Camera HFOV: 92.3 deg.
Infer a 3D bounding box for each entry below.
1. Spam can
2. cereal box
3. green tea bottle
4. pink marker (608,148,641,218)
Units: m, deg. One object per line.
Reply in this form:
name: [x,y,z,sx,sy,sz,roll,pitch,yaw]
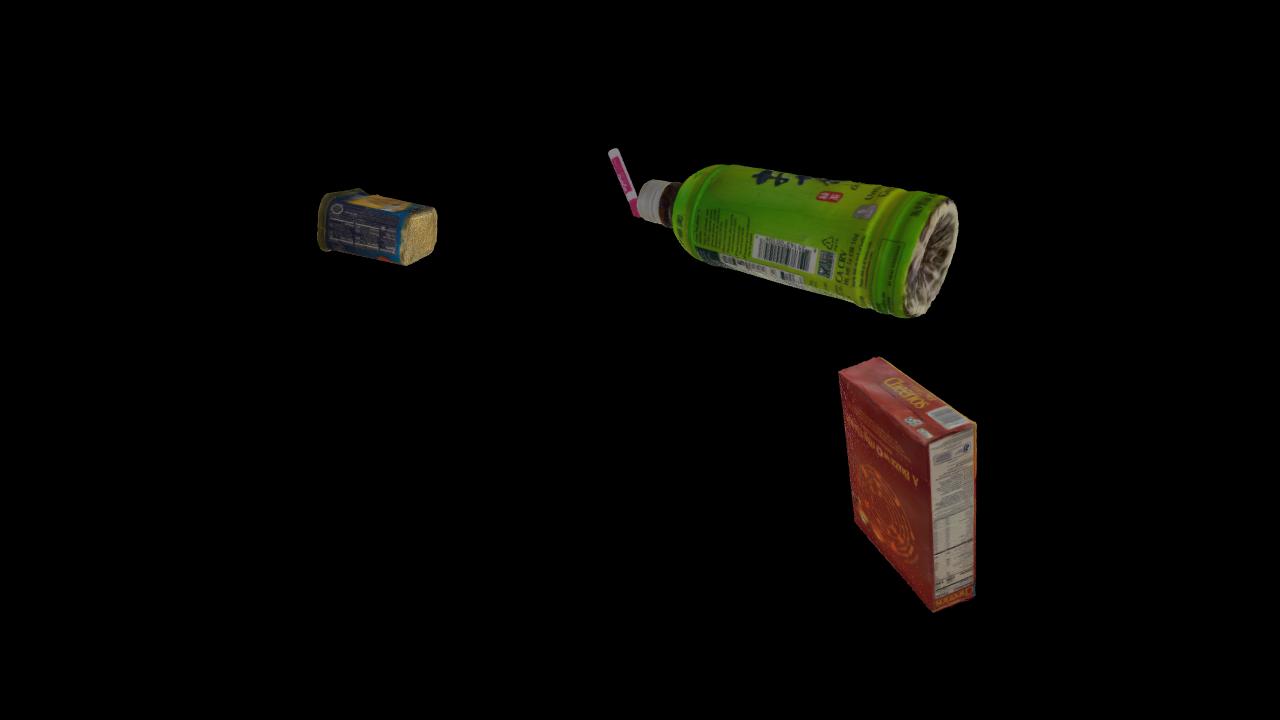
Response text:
Spam can: [-0.266,-0.137,0.635,0.085,0.058,0.101,11,20,-3]
cereal box: [0.376,0.173,0.870,0.081,0.306,0.203,-20,27,-6]
green tea bottle: [0.084,-0.086,0.397,0.212,0.073,0.073,22,13,35]
pink marker: [-0.021,-0.279,0.973,0.020,0.121,0.020,-20,-12,-5]
